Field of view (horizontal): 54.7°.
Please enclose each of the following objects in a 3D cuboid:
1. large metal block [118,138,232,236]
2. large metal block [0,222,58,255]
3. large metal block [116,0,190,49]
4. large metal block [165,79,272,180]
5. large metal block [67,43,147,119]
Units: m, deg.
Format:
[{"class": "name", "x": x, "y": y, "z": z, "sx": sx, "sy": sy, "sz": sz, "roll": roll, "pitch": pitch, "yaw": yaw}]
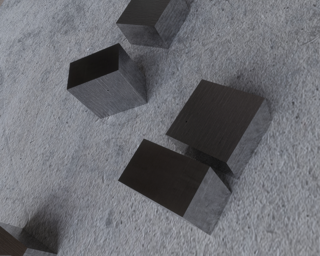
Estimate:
[{"class": "large metal block", "x": 0.018, "y": 0.062, "z": 0.321, "sx": 0.080, "sy": 0.080, "sz": 0.050, "roll": 21, "pitch": 73, "yaw": 36}, {"class": "large metal block", "x": -0.190, "y": 0.172, "z": 0.382, "sx": 0.080, "sy": 0.050, "sz": 0.080, "roll": 16, "pitch": 70, "yaw": 34}, {"class": "large metal block", "x": -0.011, "y": -0.180, "z": 0.504, "sx": 0.080, "sy": 0.050, "sz": 0.080, "roll": 17, "pitch": 71, "yaw": 35}, {"class": "large metal block", "x": 0.068, "y": 0.000, "z": 0.353, "sx": 0.080, "sy": 0.050, "sz": 0.080, "roll": 25, "pitch": 75, "yaw": 36}, {"class": "large metal block", "x": -0.073, "y": -0.064, "z": 0.447, "sx": 0.080, "sy": 0.080, "sz": 0.050, "roll": -17, "pitch": 55, "yaw": 18}]
